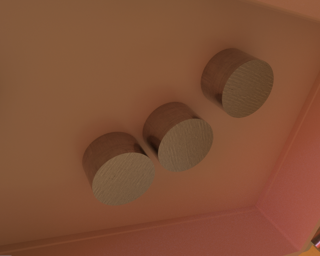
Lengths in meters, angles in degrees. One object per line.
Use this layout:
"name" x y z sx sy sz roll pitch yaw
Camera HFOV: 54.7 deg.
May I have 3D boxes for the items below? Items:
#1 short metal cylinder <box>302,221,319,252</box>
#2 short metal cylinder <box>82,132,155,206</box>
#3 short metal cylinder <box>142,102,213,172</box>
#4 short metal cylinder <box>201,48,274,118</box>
"short metal cylinder" 0.410 0.282 0.780 0.050 0.080 0.080 -44 130 2
"short metal cylinder" -0.053 0.052 0.397 0.081 0.050 0.079 -14 125 -21
"short metal cylinder" 0.023 0.012 0.414 0.081 0.050 0.079 -14 125 -21
"short metal cylinder" 0.102 -0.060 0.413 0.081 0.050 0.079 -14 125 -21
